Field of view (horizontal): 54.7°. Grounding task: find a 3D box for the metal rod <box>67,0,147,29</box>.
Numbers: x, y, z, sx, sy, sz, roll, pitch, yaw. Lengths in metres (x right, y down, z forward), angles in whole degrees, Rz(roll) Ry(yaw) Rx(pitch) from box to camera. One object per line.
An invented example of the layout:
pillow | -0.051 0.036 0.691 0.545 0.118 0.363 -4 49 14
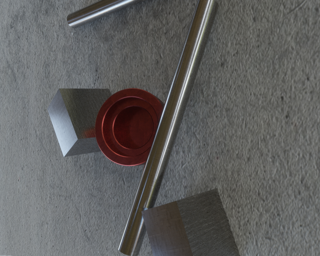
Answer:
metal rod | -0.030 -0.186 0.427 0.300 0.025 0.025 -3 88 39

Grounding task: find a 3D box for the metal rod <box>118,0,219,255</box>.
metal rod | 0.010 -0.002 0.355 0.025 0.025 0.298 17 88 38

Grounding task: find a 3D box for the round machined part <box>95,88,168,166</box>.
round machined part | -0.031 0.000 0.404 0.098 0.042 0.097 -2 83 19

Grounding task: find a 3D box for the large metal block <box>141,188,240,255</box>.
large metal block | 0.035 0.117 0.339 0.050 0.081 0.080 -27 73 36

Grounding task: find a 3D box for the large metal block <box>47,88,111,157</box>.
large metal block | -0.105 -0.010 0.449 0.050 0.081 0.080 -43 64 41
